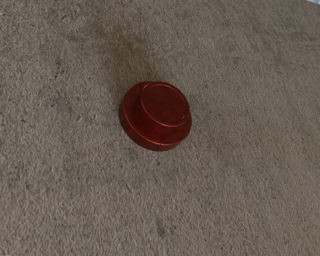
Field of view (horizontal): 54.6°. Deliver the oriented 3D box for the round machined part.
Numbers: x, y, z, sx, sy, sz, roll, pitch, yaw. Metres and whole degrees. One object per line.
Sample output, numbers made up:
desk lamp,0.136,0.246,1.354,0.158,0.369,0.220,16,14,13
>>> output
round machined part,-0.001,-0.022,0.405,0.099,0.042,0.098,13,56,-21
